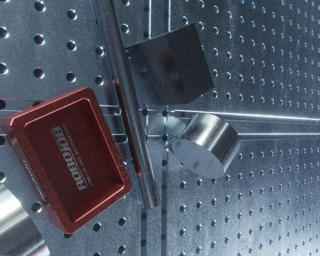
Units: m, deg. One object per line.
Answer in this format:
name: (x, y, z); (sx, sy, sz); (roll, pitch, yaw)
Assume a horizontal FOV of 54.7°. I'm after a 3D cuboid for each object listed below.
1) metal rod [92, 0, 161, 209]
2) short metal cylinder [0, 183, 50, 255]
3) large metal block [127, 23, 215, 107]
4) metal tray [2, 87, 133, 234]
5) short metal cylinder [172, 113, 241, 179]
metal rod: (-0.043, -0.044, 0.374); (0.025, 0.025, 0.298); (-21, 103, -38)
short metal cylinder: (-0.138, 0.094, 0.259); (0.050, 0.080, 0.080); (-34, 111, -35)
large metal block: (0.010, -0.075, 0.384); (0.050, 0.080, 0.080); (-34, 111, -35)
metal tray: (-0.092, 0.032, 0.330); (0.091, 0.030, 0.129); (-32, 110, -36)
short metal cylinder: (0.064, 0.025, 0.429); (0.050, 0.080, 0.080); (-52, 121, -27)
